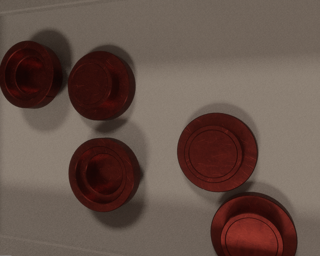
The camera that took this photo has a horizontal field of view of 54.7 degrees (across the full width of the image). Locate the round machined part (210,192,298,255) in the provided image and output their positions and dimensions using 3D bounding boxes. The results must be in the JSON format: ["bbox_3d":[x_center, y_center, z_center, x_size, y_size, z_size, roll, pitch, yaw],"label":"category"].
[{"bbox_3d":[0.108,0.128,0.363,0.098,0.042,0.097,0,90,19],"label":"round machined part"}]

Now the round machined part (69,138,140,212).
[{"bbox_3d":[-0.072,0.062,0.426,0.098,0.042,0.097,0,90,19],"label":"round machined part"}]

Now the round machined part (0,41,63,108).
[{"bbox_3d":[-0.188,-0.077,0.466,0.098,0.042,0.097,0,90,19],"label":"round machined part"}]

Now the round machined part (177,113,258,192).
[{"bbox_3d":[0.068,0.030,0.377,0.098,0.042,0.097,0,90,19],"label":"round machined part"}]

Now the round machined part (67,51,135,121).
[{"bbox_3d":[-0.088,-0.059,0.431,0.098,0.042,0.097,0,90,19],"label":"round machined part"}]
